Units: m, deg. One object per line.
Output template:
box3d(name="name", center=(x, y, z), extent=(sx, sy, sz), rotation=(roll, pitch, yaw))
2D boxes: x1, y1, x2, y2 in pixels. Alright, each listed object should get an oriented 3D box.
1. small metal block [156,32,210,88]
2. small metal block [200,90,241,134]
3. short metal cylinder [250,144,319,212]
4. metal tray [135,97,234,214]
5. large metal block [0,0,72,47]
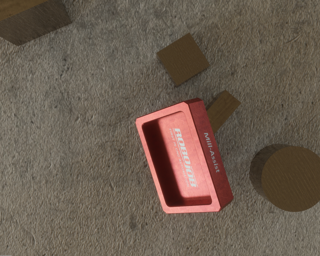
box3d(name="small metal block", center=(0.030, -0.089, 0.410), extent=(0.050, 0.025, 0.050), rotation=(-32, 90, 0))
box3d(name="small metal block", center=(0.072, -0.020, 0.398), extent=(0.025, 0.050, 0.050), rotation=(41, 90, 0))
box3d(name="short metal cylinder", center=(0.163, 0.062, 0.399), extent=(0.081, 0.050, 0.079), rotation=(0, 90, 0))
box3d(name="metal tray", center=(0.027, 0.037, 0.381), extent=(0.090, 0.030, 0.129), rotation=(-17, 90, 42))
box3d(name="large metal block", center=(-0.167, -0.149, 0.381), extent=(0.080, 0.080, 0.050), rotation=(-24, 90, 0))
